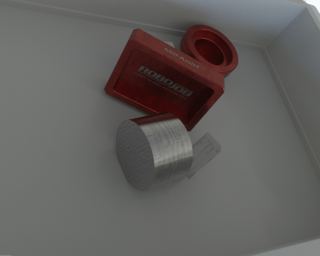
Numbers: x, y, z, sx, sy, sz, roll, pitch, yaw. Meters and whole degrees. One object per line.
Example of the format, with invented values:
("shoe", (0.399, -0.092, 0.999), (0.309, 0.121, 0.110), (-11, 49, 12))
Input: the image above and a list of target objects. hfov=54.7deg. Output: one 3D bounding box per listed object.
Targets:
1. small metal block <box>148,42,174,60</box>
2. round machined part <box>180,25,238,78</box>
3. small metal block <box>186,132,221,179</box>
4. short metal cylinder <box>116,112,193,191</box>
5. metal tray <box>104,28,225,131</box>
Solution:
("small metal block", (-0.011, -0.098, 0.446), (0.050, 0.050, 0.025), (-6, 65, -31))
("round machined part", (0.076, -0.119, 0.511), (0.099, 0.042, 0.098), (14, 56, -21))
("small metal block", (0.048, 0.033, 0.384), (0.025, 0.050, 0.050), (48, 11, 4))
("short metal cylinder", (-0.008, 0.025, 0.352), (0.050, 0.080, 0.080), (-13, 69, -34))
("metal tray", (0.005, -0.056, 0.399), (0.131, 0.089, 0.030), (26, 41, -13))
